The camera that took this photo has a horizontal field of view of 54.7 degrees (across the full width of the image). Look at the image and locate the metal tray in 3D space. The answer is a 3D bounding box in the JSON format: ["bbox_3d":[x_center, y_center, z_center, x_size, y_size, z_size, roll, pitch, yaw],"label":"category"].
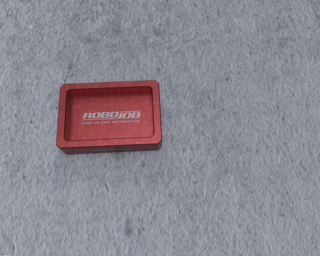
[{"bbox_3d":[-0.065,-0.015,0.409,0.131,0.030,0.090,-3,70,-2],"label":"metal tray"}]
